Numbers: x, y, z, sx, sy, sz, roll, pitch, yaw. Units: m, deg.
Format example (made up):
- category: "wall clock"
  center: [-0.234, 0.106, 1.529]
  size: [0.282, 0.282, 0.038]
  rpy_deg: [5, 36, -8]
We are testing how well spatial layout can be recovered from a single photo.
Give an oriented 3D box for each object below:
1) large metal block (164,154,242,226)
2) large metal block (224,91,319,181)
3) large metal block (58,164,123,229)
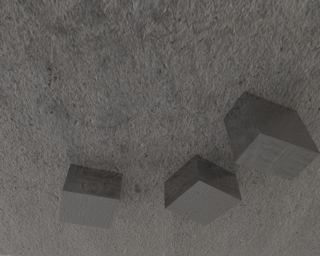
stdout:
- category: "large metal block"
  center: [0.063, 0.097, 0.474]
  size: [0.080, 0.050, 0.080]
  rpy_deg: [28, 125, -22]
- category: "large metal block"
  center: [0.132, 0.009, 0.380]
  size: [0.081, 0.080, 0.050]
  rpy_deg: [18, 128, -15]
- category: "large metal block"
  center: [-0.108, 0.108, 0.482]
  size: [0.081, 0.050, 0.079]
  rpy_deg: [12, 129, -10]
